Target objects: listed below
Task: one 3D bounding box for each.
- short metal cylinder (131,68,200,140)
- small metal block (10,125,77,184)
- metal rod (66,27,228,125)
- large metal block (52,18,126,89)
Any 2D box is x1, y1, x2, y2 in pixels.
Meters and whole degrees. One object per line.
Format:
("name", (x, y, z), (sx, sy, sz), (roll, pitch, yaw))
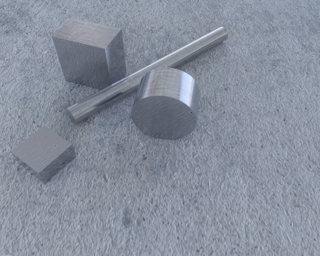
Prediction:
("short metal cylinder", (0.008, -0.029, 0.392), (0.080, 0.080, 0.050), (7, 51, 6))
("small metal block", (-0.140, 0.031, 0.376), (0.050, 0.025, 0.050), (30, 56, 22))
("metal rod", (-0.005, -0.090, 0.478), (0.302, 0.025, 0.025), (-33, 58, -25))
("large metal block", (-0.100, -0.106, 0.456), (0.080, 0.080, 0.050), (16, 52, 13))
